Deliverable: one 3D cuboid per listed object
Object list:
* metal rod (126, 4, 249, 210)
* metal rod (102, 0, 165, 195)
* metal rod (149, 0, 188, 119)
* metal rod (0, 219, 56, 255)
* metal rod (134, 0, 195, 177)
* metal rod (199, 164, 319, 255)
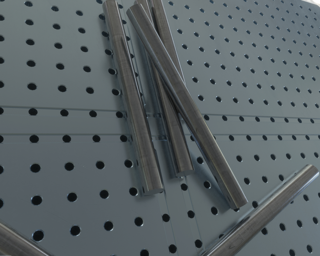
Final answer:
[{"bbox_3d":[0.034,-0.032,0.416,0.025,0.025,0.299,-24,84,-36],"label":"metal rod"},{"bbox_3d":[-0.042,-0.058,0.420,0.025,0.025,0.299,-1,62,-29],"label":"metal rod"},{"bbox_3d":[0.007,-0.151,0.503,0.025,0.025,0.299,2,61,-27],"label":"metal rod"},{"bbox_3d":[-0.128,0.106,0.274,0.301,0.025,0.025,36,51,-4],"label":"metal rod"},{"bbox_3d":[0.000,-0.075,0.453,0.025,0.025,0.299,1,61,-28],"label":"metal rod"},{"bbox_3d":[0.129,0.118,0.404,0.302,0.025,0.025,-24,75,-36],"label":"metal rod"}]
